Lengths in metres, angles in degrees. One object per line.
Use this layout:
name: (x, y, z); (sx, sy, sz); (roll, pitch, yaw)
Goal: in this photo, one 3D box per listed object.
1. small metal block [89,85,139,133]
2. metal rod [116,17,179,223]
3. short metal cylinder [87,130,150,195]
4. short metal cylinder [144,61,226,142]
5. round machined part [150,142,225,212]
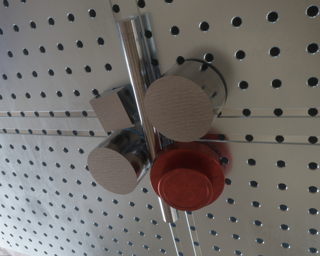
small metal block: (-0.060, -0.025, 0.422); (0.050, 0.025, 0.050); (-12, 113, 33)
metal rod: (-0.010, 0.008, 0.416); (0.025, 0.025, 0.298); (3, 120, 27)
short metal cylinder: (-0.057, 0.049, 0.450); (0.080, 0.050, 0.079); (13, 124, 21)
short metal cylinder: (0.029, -0.031, 0.355); (0.080, 0.050, 0.079); (13, 124, 21)
round machined part: (0.035, 0.069, 0.404); (0.099, 0.042, 0.097); (4, 117, 8)
